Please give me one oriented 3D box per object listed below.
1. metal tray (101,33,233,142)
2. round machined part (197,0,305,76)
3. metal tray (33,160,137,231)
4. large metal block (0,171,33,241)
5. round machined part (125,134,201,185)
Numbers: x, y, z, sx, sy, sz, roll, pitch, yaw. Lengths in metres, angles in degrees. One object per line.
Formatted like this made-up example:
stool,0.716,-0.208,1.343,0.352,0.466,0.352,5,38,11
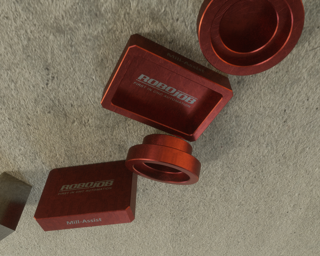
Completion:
metal tray,0.008,-0.042,0.368,0.131,0.030,0.089,22,127,-18
round machined part,0.086,-0.105,0.308,0.099,0.042,0.097,-1,130,0
metal tray,-0.101,0.094,0.443,0.131,0.090,0.030,-7,130,6
large metal block,-0.253,0.127,0.476,0.080,0.080,0.050,-35,122,25
round machined part,0.007,0.041,0.413,0.099,0.042,0.098,11,157,5
